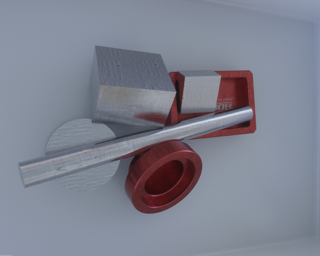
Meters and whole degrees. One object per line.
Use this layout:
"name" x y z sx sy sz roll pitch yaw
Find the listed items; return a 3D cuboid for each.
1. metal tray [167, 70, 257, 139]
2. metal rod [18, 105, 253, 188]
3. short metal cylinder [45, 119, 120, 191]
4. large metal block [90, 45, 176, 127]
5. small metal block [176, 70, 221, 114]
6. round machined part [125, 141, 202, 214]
"metal tray" 0.069 -0.033 0.432 0.131 0.030 0.089 -5 92 -20
"metal rod" -0.003 0.012 0.365 0.303 0.025 0.025 -15 95 -31
"short metal cylinder" -0.091 0.029 0.362 0.081 0.050 0.079 0 90 -21
"large metal block" -0.035 -0.049 0.359 0.081 0.080 0.050 3 131 -19
"small metal block" 0.048 -0.048 0.405 0.050 0.025 0.050 -5 118 -20
"round machined part" 0.000 0.056 0.384 0.099 0.042 0.097 -21 133 -24
